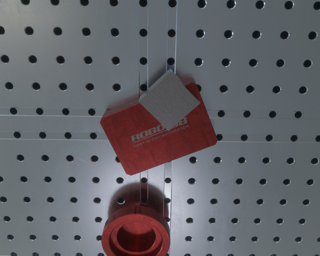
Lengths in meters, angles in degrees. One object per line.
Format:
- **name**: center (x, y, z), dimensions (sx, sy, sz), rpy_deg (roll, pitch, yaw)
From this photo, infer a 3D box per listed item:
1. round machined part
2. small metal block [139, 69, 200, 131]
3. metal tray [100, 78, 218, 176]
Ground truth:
- **round machined part**: center (-0.034, 0.156, 0.461), dimensions (0.099, 0.042, 0.097), rpy_deg (0, 110, 0)
- **small metal block**: center (0.011, -0.034, 0.368), dimensions (0.050, 0.025, 0.050), rpy_deg (-42, 105, 13)
- **metal tray**: center (-0.001, 0.000, 0.410), dimensions (0.130, 0.030, 0.090), rpy_deg (-21, 109, 7)
